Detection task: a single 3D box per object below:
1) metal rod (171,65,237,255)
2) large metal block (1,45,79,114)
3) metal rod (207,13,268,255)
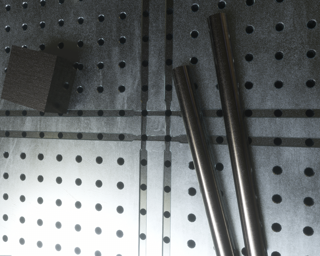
[{"bbox_3d":[0.061,0.068,0.390,0.025,0.025,0.298,-15,85,19],"label":"metal rod"},{"bbox_3d":[-0.178,-0.071,0.460,0.080,0.050,0.079,17,96,19],"label":"large metal block"},{"bbox_3d":[0.094,0.009,0.379,0.025,0.025,0.298,-10,87,19],"label":"metal rod"}]
